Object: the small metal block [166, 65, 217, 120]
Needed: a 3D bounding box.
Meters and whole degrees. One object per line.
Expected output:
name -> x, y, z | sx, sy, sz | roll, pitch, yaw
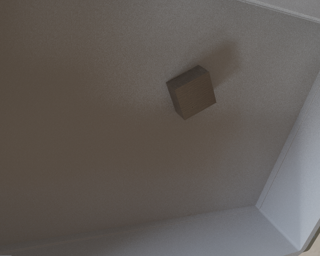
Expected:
small metal block -> 0.042, -0.046, 0.405 | 0.050, 0.025, 0.050 | -30, 129, -10
